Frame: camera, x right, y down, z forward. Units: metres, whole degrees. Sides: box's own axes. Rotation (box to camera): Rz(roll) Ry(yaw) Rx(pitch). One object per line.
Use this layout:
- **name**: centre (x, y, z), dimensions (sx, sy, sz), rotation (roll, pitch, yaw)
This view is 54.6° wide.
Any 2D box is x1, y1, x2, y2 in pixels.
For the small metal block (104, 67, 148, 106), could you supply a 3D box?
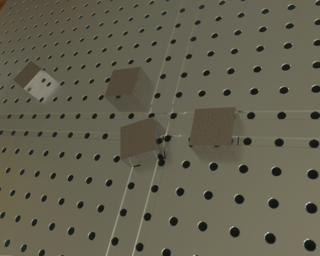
- **small metal block**: centre (-0.051, -0.064, 0.475), dimensions (0.050, 0.025, 0.050), rotation (-1, 61, 27)

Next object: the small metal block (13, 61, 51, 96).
- **small metal block**: centre (-0.248, -0.096, 0.599), dimensions (0.050, 0.025, 0.050), rotation (33, 80, 38)

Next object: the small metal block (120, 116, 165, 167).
- **small metal block**: centre (-0.024, 0.019, 0.411), dimensions (0.050, 0.025, 0.050), rotation (-17, 55, 18)

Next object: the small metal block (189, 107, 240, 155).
- **small metal block**: centre (0.066, 0.004, 0.372), dimensions (0.050, 0.025, 0.050), rotation (-1, 61, 27)
